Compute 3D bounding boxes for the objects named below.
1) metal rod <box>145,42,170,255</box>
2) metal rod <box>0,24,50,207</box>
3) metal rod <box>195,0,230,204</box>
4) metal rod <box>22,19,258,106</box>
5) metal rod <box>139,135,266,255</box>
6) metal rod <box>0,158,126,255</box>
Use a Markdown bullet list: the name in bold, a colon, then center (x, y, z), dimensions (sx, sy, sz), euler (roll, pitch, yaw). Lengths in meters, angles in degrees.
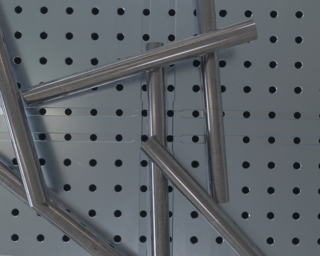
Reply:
- **metal rod**: center (-0.003, 0.038, 0.413), dimensions (0.025, 0.025, 0.298), euler (-2, 90, 0)
- **metal rod**: center (-0.195, -0.047, 0.400), dimensions (0.025, 0.025, 0.299), euler (-18, 86, 0)
- **metal rod**: center (0.069, -0.051, 0.413), dimensions (0.025, 0.025, 0.298), euler (-4, 90, 0)
- **metal rod**: center (-0.032, -0.079, 0.390), dimensions (0.301, 0.025, 0.025), euler (-15, 90, 9)
- **metal rod**: center (0.084, 0.127, 0.400), dimensions (0.025, 0.025, 0.300), euler (-43, 96, 0)
- **metal rod**: center (-0.129, 0.123, 0.412), dimensions (0.300, 0.025, 0.025), euler (38, 90, 0)
